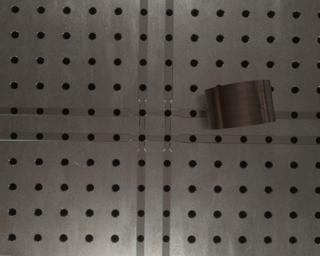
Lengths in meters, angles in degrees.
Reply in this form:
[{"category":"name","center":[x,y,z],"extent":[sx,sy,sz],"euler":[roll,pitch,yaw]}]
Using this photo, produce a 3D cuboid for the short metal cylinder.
[{"category":"short metal cylinder","center":[0.099,-0.028,0.387],"extent":[0.081,0.080,0.050],"euler":[-8,90,0]}]
